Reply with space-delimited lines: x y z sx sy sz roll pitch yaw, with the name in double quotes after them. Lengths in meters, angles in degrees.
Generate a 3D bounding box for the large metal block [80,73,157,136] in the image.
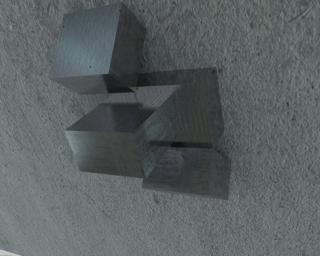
-0.047 -0.022 0.399 0.080 0.050 0.079 1 119 27 "large metal block"

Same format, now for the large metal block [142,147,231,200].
0.036 0.056 0.380 0.080 0.080 0.050 1 75 27 "large metal block"

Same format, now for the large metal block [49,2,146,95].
-0.068 -0.085 0.347 0.080 0.050 0.080 1 75 28 "large metal block"

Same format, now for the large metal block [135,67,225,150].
0.025 -0.022 0.362 0.080 0.050 0.079 1 119 27 "large metal block"

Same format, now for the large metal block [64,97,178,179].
-0.037 0.006 0.331 0.080 0.080 0.050 1 119 27 "large metal block"
